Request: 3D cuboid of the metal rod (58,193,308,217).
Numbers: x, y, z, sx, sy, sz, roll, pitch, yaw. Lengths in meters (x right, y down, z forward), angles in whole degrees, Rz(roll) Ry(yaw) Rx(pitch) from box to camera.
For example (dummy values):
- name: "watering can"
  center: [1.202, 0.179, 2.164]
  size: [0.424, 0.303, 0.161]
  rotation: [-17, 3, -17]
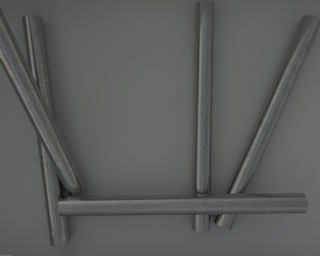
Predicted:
- name: "metal rod"
  center: [0.026, 0.096, 0.387]
  size: [0.302, 0.025, 0.025]
  rotation: [-1, 90, 2]

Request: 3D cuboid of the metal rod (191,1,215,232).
- name: "metal rod"
  center: [0.057, -0.015, 0.412]
  size: [0.025, 0.025, 0.298]
  rotation: [1, 90, -1]

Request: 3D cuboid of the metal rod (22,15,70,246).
- name: "metal rod"
  center: [-0.150, 0.004, 0.409]
  size: [0.025, 0.025, 0.298]
  rotation: [-7, 90, 0]

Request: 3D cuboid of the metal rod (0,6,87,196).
- name: "metal rod"
  center: [-0.153, -0.046, 0.355]
  size: [0.025, 0.025, 0.298]
  rotation: [-19, 112, 0]

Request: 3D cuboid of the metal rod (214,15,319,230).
- name: "metal rod"
  center: [0.143, -0.007, 0.413]
  size: [0.025, 0.025, 0.299]
  rotation: [24, 90, -1]
